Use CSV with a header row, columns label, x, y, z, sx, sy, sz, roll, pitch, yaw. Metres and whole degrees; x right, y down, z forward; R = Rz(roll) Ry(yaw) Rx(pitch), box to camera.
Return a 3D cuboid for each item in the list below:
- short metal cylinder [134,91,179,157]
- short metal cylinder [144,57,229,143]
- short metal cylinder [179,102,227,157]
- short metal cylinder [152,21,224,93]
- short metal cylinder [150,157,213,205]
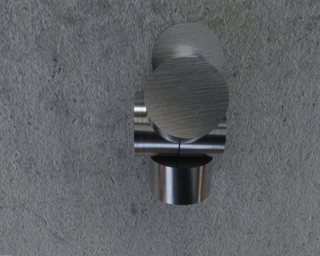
label,x,y,z,sx,sy,sz,roll,pitch,yaw
short metal cylinder,-0.004,-0.005,0.380,0.050,0.080,0.079,1,110,-1
short metal cylinder,0.025,-0.026,0.318,0.081,0.050,0.080,0,82,-1
short metal cylinder,0.048,-0.004,0.380,0.050,0.080,0.079,0,110,0
short metal cylinder,0.031,-0.084,0.368,0.081,0.050,0.079,0,110,-1
short metal cylinder,0.027,0.056,0.403,0.081,0.080,0.050,0,110,-1
